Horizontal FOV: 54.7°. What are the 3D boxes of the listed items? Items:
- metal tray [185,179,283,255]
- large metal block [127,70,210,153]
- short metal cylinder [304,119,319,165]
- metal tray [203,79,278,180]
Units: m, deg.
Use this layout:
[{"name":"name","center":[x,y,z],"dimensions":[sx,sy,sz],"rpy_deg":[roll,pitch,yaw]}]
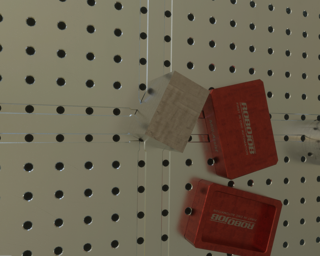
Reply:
[{"name":"metal tray","center":[0.110,0.134,0.452],"dimensions":[0.131,0.030,0.090],"rpy_deg":[18,84,-20]},{"name":"large metal block","center":[0.007,-0.018,0.387],"dimensions":[0.050,0.080,0.080],"rpy_deg":[28,81,-18]},{"name":"short metal cylinder","center":[0.287,0.025,0.508],"dimensions":[0.081,0.050,0.079],"rpy_deg":[0,90,-20]},{"name":"metal tray","center":[0.118,0.001,0.455],"dimensions":[0.091,0.030,0.129],"rpy_deg":[-14,95,-20]}]
